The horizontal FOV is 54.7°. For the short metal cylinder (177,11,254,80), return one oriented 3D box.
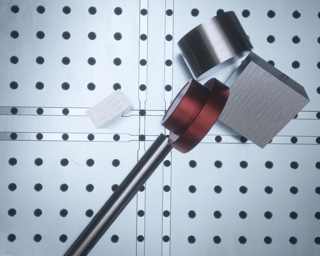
[{"bbox_3d":[0.068,-0.100,0.386,0.080,0.080,0.050,-27,89,0],"label":"short metal cylinder"}]

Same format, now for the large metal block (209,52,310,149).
[{"bbox_3d":[0.120,-0.035,0.385,0.080,0.050,0.080,34,120,-3],"label":"large metal block"}]

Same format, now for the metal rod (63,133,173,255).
[{"bbox_3d":[-0.082,0.131,0.412,0.025,0.025,0.300,39,90,-1],"label":"metal rod"}]

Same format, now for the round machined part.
[{"bbox_3d":[0.037,-0.021,0.376,0.042,0.098,0.098,33,90,-7],"label":"round machined part"}]

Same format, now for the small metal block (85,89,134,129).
[{"bbox_3d":[-0.063,-0.023,0.400,0.050,0.050,0.025,-35,90,0],"label":"small metal block"}]
